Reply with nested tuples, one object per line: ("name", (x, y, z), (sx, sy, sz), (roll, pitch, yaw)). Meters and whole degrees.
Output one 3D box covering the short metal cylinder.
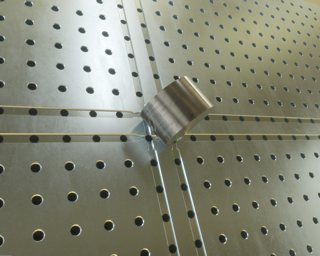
("short metal cylinder", (0.022, -0.021, 0.396), (0.081, 0.080, 0.050), (-32, 79, -38))
